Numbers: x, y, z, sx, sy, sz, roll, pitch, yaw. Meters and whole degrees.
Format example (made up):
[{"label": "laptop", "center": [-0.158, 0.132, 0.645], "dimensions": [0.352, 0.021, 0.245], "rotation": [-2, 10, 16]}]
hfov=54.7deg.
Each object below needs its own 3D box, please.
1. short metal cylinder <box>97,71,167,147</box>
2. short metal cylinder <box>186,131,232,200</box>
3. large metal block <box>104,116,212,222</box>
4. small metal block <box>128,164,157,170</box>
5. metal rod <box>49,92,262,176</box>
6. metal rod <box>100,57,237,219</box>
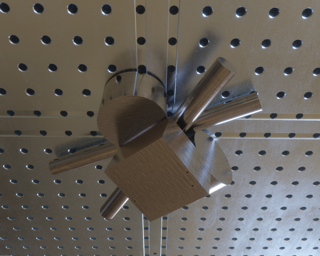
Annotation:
[{"label": "short metal cylinder", "center": [-0.032, -0.021, 0.373], "dimensions": [0.081, 0.050, 0.079], "rotation": [0, 130, 0]}, {"label": "short metal cylinder", "center": [0.052, 0.050, 0.415], "dimensions": [0.050, 0.080, 0.080], "rotation": [-35, 122, 27]}, {"label": "large metal block", "center": [0.000, 0.047, 0.347], "dimensions": [0.080, 0.050, 0.080], "rotation": [-32, 106, 25]}, {"label": "small metal block", "center": [-0.030, 0.054, 0.453], "dimensions": [0.050, 0.025, 0.050], "rotation": [-22, 127, 17]}, {"label": "metal rod", "center": [-0.017, 0.013, 0.418], "dimensions": [0.301, 0.025, 0.025], "rotation": [-18, 128, 14]}, {"label": "metal rod", "center": [-0.006, 0.033, 0.403], "dimensions": [0.025, 0.025, 0.298], "rotation": [24, 126, -19]}]
